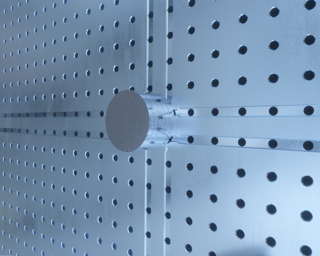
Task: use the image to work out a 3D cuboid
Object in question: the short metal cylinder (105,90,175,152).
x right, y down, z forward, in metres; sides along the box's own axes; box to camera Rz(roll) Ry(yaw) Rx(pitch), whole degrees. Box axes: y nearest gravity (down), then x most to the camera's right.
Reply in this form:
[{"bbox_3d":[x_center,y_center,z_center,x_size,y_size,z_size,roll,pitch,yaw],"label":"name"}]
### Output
[{"bbox_3d":[-0.027,-0.009,0.416,0.080,0.050,0.079,0,90,40],"label":"short metal cylinder"}]
